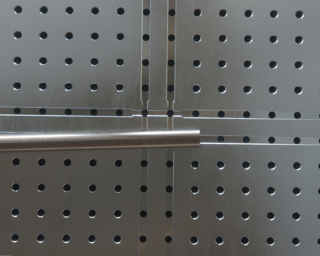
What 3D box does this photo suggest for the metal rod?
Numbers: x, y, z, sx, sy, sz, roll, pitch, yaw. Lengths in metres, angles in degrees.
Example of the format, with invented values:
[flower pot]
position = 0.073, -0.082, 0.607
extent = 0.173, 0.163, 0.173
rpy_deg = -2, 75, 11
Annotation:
[metal rod]
position = -0.099, 0.017, 0.412
extent = 0.302, 0.025, 0.025
rpy_deg = -2, 90, 0
